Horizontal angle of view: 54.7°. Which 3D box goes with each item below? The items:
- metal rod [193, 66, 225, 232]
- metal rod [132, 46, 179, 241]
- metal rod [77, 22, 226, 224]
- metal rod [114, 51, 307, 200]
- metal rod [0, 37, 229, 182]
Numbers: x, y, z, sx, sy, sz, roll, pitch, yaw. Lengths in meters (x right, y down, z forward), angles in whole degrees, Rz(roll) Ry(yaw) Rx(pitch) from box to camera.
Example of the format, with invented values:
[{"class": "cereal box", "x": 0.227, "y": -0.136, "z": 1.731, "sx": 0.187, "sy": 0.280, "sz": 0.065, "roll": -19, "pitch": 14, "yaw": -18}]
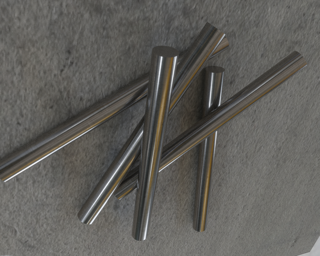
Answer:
[{"class": "metal rod", "x": 0.071, "y": 0.051, "z": 0.479, "sx": 0.025, "sy": 0.025, "sz": 0.298, "roll": -14, "pitch": 124, "yaw": -21}, {"class": "metal rod", "x": -0.013, "y": 0.045, "z": 0.379, "sx": 0.025, "sy": 0.025, "sz": 0.298, "roll": -11, "pitch": 132, "yaw": -23}, {"class": "metal rod", "x": -0.021, "y": 0.009, "z": 0.380, "sx": 0.025, "sy": 0.025, "sz": 0.298, "roll": 21, "pitch": 114, "yaw": -36}, {"class": "metal rod", "x": 0.059, "y": 0.001, "z": 0.412, "sx": 0.300, "sy": 0.025, "sz": 0.025, "roll": -37, "pitch": 130, "yaw": 7}, {"class": "metal rod", "x": -0.049, "y": -0.030, "z": 0.362, "sx": 0.301, "sy": 0.025, "sz": 0.025, "roll": -32, "pitch": 129, "yaw": -8}]
